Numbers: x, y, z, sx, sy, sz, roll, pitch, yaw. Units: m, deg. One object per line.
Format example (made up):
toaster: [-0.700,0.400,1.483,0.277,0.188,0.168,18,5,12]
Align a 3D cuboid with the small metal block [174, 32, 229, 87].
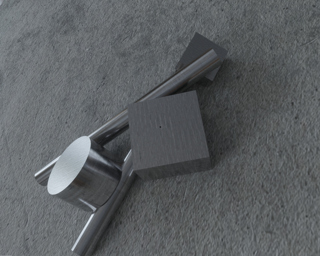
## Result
small metal block: [0.055,-0.091,0.416,0.050,0.025,0.050,30,74,-3]

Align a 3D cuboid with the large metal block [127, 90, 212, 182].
large metal block: [0.011,0.011,0.358,0.080,0.050,0.080,-11,65,7]

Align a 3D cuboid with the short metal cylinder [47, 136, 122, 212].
short metal cylinder: [-0.094,0.057,0.387,0.080,0.050,0.080,-33,35,27]

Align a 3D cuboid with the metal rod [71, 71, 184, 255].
metal rod: [-0.022,0.022,0.403,0.025,0.025,0.300,19,71,35]

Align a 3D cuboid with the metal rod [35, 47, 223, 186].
metal rod: [-0.051,-0.008,0.414,0.300,0.025,0.025,-34,51,14]
